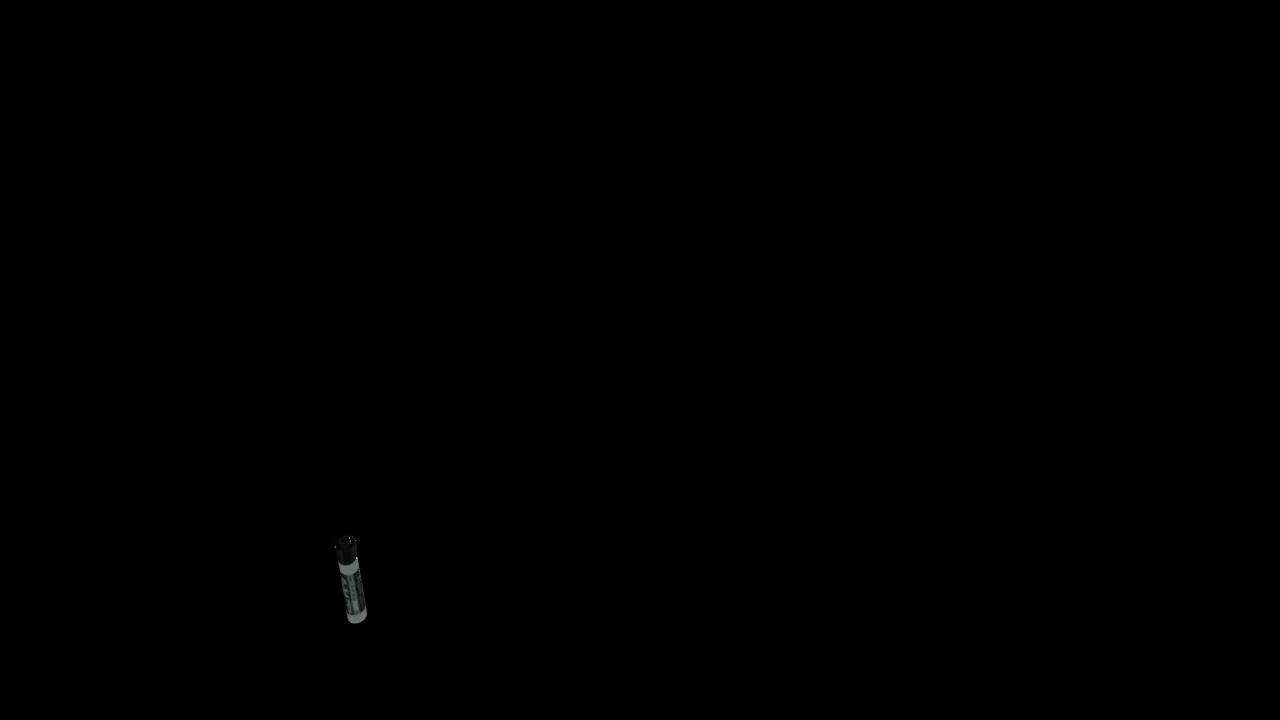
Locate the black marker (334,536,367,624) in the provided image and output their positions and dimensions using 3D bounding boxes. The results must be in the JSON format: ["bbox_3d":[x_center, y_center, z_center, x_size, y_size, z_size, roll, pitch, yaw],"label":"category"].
[{"bbox_3d":[-0.285,0.217,0.607,0.020,0.121,0.020,7,34,-5],"label":"black marker"}]
